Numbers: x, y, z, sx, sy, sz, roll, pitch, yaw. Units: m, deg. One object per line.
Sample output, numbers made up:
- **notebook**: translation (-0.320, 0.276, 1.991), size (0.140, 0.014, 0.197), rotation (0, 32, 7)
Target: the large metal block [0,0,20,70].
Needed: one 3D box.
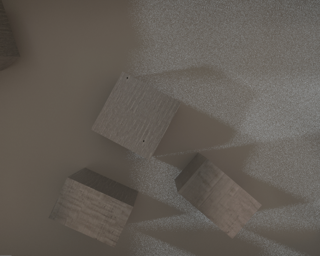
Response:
- **large metal block**: translation (-0.232, -0.115, 0.375), size (0.050, 0.081, 0.080), rotation (-18, 90, 37)

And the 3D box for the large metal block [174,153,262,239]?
- **large metal block**: translation (0.067, 0.078, 0.384), size (0.080, 0.080, 0.050), rotation (41, 90, 0)

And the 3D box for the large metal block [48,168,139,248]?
- **large metal block**: translation (-0.076, 0.093, 0.383), size (0.080, 0.080, 0.050), rotation (24, 90, 0)

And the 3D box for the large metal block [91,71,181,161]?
- **large metal block**: translation (-0.029, -0.015, 0.398), size (0.080, 0.050, 0.080), rotation (28, 90, 0)
